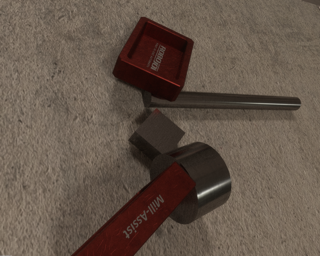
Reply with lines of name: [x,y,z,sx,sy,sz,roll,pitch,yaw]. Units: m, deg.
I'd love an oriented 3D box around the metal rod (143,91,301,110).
metal rod: [0.115,-0.042,0.493,0.303,0.025,0.025,-1,62,-29]

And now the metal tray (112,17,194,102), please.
metal tray: [-0.004,-0.103,0.443,0.090,0.030,0.130,24,43,-8]

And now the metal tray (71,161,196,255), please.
metal tray: [-0.031,0.093,0.289,0.030,0.090,0.131,48,51,4]

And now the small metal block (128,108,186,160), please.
small metal block: [-0.003,0.011,0.397,0.050,0.025,0.050,40,51,-1]

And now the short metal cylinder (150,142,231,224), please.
short metal cylinder: [0.033,0.061,0.351,0.050,0.080,0.080,-17,71,-35]
